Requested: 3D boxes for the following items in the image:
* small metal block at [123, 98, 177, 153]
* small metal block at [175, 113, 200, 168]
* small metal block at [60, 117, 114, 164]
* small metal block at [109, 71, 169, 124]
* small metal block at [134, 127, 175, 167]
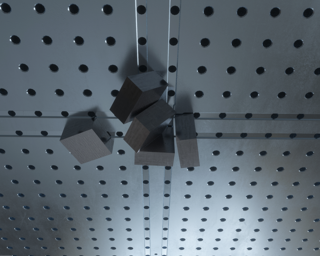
[{"bbox_3d":[-0.013,-0.003,0.383,0.025,0.050,0.050,45,141,9],"label":"small metal block"},{"bbox_3d":[0.036,0.017,0.409,0.025,0.050,0.050,-7,130,6],"label":"small metal block"},{"bbox_3d":[-0.099,0.018,0.426,0.050,0.025,0.050,-19,128,15],"label":"small metal block"},{"bbox_3d":[-0.024,-0.036,0.361,0.025,0.050,0.050,45,126,15],"label":"small metal block"},{"bbox_3d":[-0.007,0.023,0.415,0.050,0.050,0.025,3,130,-3],"label":"small metal block"}]
